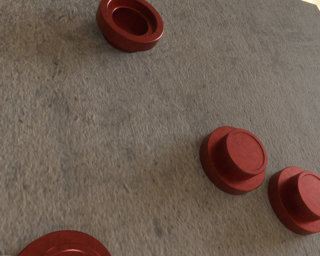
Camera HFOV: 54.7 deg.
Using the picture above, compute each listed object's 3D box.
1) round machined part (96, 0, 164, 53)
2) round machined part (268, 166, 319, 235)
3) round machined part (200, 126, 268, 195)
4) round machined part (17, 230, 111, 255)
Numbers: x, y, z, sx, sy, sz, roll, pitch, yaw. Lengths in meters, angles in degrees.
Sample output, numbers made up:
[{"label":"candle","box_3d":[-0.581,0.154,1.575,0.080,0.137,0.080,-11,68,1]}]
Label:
[{"label":"round machined part","box_3d":[-0.047,-0.152,0.461,0.099,0.042,0.098,14,56,-21]},{"label":"round machined part","box_3d":[0.210,0.101,0.447,0.099,0.042,0.098,14,56,-21]},{"label":"round machined part","box_3d":[0.108,0.040,0.429,0.099,0.042,0.098,14,56,-21]},{"label":"round machined part","box_3d":[-0.082,0.138,0.265,0.099,0.042,0.098,14,56,-21]}]
